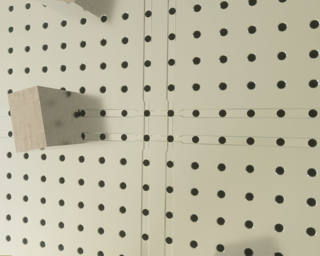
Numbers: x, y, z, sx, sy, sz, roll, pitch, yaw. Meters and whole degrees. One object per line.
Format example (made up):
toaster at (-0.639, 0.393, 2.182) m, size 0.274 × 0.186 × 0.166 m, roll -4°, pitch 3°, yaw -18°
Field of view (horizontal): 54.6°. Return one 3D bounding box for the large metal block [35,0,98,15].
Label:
large metal block at (-0.133, -0.216, 0.447) m, size 0.080 × 0.050 × 0.080 m, roll 15°, pitch 95°, yaw 19°

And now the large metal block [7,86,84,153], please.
large metal block at (-0.160, -0.011, 0.440) m, size 0.050 × 0.080 × 0.080 m, roll -12°, pitch 86°, yaw 20°

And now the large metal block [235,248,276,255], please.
large metal block at (0.107, 0.197, 0.362) m, size 0.080 × 0.050 × 0.080 m, roll -19°, pitch 84°, yaw 19°
